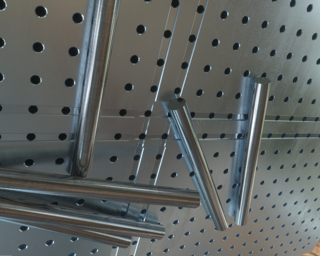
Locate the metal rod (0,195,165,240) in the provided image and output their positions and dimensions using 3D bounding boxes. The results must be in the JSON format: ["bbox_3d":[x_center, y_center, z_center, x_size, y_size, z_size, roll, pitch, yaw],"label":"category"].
[{"bbox_3d":[-0.101,0.124,0.417,0.301,0.025,0.025,26,104,-42],"label":"metal rod"}]

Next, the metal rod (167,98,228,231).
[{"bbox_3d":[0.069,0.076,0.495,0.025,0.025,0.299,-31,129,-9],"label":"metal rod"}]

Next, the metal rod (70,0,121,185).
[{"bbox_3d":[-0.068,-0.063,0.334,0.025,0.025,0.298,0,118,-29],"label":"metal rod"}]

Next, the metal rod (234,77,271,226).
[{"bbox_3d":[0.153,0.057,0.528,0.025,0.025,0.298,-16,125,-20],"label":"metal rod"}]

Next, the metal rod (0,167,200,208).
[{"bbox_3d":[-0.089,0.072,0.372,0.302,0.025,0.025,11,113,-22],"label":"metal rod"}]

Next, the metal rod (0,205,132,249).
[{"bbox_3d":[-0.155,0.117,0.398,0.301,0.025,0.025,31,101,-38],"label":"metal rod"}]
